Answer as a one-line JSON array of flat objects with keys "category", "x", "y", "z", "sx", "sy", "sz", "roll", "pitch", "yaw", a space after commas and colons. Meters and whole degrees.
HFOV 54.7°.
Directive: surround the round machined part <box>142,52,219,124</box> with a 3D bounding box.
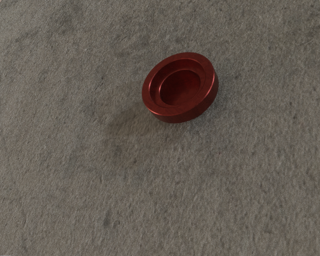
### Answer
[{"category": "round machined part", "x": 0.029, "y": -0.048, "z": 0.406, "sx": 0.098, "sy": 0.042, "sz": 0.098, "roll": -13, "pitch": 56, "yaw": 20}]
